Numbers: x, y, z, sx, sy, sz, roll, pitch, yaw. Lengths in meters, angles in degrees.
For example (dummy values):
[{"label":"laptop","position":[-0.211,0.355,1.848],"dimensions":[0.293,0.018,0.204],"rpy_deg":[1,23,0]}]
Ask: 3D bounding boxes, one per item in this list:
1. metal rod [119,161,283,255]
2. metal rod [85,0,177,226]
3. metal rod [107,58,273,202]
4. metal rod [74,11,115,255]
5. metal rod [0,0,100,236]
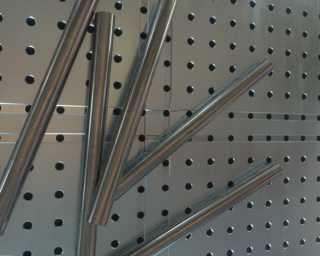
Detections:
[{"label":"metal rod","position":[0.053,0.127,0.433],"dimensions":[0.302,0.025,0.025],"rpy_deg":[-26,99,-19]},{"label":"metal rod","position":[-0.032,-0.030,0.388],"dimensions":[0.025,0.025,0.299],"rpy_deg":[21,78,-19]},{"label":"metal rod","position":[0.049,-0.007,0.432],"dimensions":[0.301,0.025,0.025],"rpy_deg":[-38,103,-16]},{"label":"metal rod","position":[-0.080,0.008,0.383],"dimensions":[0.025,0.025,0.298],"rpy_deg":[5,88,-20]},{"label":"metal rod","position":[-0.136,-0.024,0.362],"dimensions":[0.025,0.025,0.299],"rpy_deg":[22,82,-19]}]
